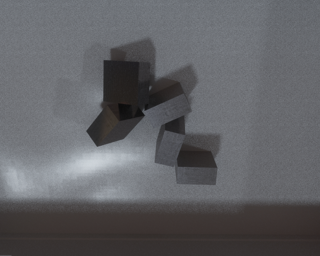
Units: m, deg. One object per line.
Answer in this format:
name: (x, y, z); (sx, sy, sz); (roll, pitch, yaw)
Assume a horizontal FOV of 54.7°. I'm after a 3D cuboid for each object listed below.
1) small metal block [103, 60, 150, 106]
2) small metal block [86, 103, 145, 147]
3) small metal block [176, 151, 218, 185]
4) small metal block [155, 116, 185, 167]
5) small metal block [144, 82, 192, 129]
small metal block: (-0.041, -0.056, 0.376); (0.050, 0.025, 0.050); (9, 104, 27)
small metal block: (-0.055, -0.006, 0.386); (0.050, 0.050, 0.025); (-46, 74, 31)
small metal block: (0.047, 0.053, 0.418); (0.050, 0.050, 0.025); (2, 110, -1)
small metal block: (0.013, 0.013, 0.399); (0.025, 0.050, 0.050); (14, 120, -6)
small metal block: (0.009, -0.029, 0.387); (0.050, 0.050, 0.025); (-24, 112, 8)
